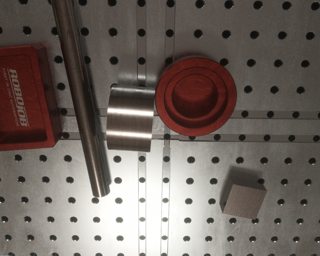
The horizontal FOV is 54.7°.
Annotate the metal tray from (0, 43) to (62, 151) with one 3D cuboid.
[{"bbox_3d":[-0.184,-0.037,0.394,0.091,0.030,0.129,-4,110,1],"label":"metal tray"}]

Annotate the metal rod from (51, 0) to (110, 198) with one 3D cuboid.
[{"bbox_3d":[-0.101,-0.046,0.395,0.025,0.025,0.298,-6,110,2],"label":"metal rod"}]

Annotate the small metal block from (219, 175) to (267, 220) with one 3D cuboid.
[{"bbox_3d":[0.121,0.102,0.453,0.050,0.025,0.050,12,110,-5],"label":"small metal block"}]

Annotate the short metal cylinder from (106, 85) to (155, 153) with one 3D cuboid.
[{"bbox_3d":[-0.034,-0.011,0.380,0.050,0.080,0.079,4,110,-2],"label":"short metal cylinder"}]

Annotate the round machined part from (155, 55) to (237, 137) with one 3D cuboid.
[{"bbox_3d":[0.043,-0.042,0.389,0.099,0.042,0.097,-1,110,-2],"label":"round machined part"}]
